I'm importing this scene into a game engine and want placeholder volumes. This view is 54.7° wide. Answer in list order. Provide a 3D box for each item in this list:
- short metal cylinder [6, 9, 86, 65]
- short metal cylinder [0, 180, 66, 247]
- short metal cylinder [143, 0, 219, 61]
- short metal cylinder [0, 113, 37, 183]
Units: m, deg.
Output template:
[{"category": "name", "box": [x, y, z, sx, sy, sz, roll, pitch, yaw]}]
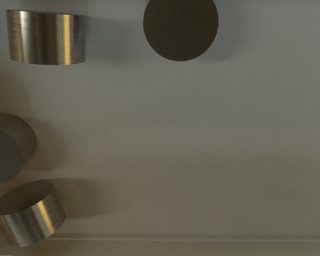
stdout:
[{"category": "short metal cylinder", "box": [-0.124, -0.102, 0.343, 0.081, 0.080, 0.050, 4, 110, -2]}, {"category": "short metal cylinder", "box": [-0.177, 0.114, 0.422, 0.080, 0.080, 0.050, -13, 110, 4]}, {"category": "short metal cylinder", "box": [0.022, -0.120, 0.354, 0.081, 0.050, 0.079, 0, 110, 0]}, {"category": "short metal cylinder", "box": [-0.211, 0.025, 0.405, 0.081, 0.050, 0.079, 0, 110, 0]}]
